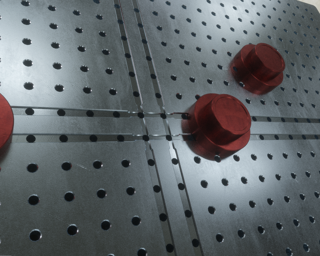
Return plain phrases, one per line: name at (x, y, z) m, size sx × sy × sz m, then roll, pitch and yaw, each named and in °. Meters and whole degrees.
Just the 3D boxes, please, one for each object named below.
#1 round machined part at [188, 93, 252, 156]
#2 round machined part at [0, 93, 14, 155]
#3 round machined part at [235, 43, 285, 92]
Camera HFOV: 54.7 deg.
round machined part at (0.094, -0.011, 0.457) m, size 0.099 × 0.042 × 0.098 m, roll 14°, pitch 56°, yaw -21°
round machined part at (-0.195, -0.009, 0.298) m, size 0.099 × 0.042 × 0.098 m, roll 14°, pitch 56°, yaw -21°
round machined part at (0.192, -0.119, 0.576) m, size 0.099 × 0.042 × 0.098 m, roll 14°, pitch 56°, yaw -21°
